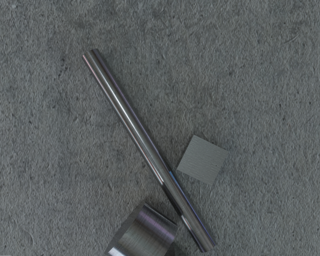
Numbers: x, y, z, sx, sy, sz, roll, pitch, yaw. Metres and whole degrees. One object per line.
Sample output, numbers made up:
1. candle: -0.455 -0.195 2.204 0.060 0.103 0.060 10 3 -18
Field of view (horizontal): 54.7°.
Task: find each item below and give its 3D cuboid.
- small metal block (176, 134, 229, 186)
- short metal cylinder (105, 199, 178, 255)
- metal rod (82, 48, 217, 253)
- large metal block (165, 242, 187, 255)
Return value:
1. small metal block: 0.055 0.042 0.411 0.050 0.025 0.050 26 90 -1
2. short metal cylinder: -0.023 0.136 0.382 0.050 0.080 0.080 39 90 -1
3. metal rod: -0.014 0.030 0.409 0.025 0.025 0.299 -31 90 0
4. large metal block: 0.016 0.212 0.398 0.080 0.050 0.080 -43 91 0
